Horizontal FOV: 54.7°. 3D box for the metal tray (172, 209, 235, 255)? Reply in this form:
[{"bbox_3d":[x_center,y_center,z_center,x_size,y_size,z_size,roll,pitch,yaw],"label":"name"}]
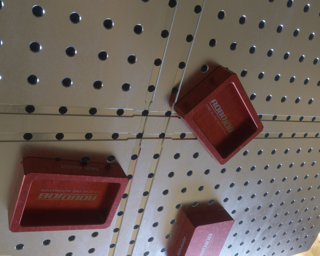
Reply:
[{"bbox_3d":[0.079,0.218,0.589,0.091,0.030,0.129,1,118,-29],"label":"metal tray"}]

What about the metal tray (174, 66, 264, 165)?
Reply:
[{"bbox_3d":[0.090,-0.013,0.450,0.090,0.030,0.130,-42,130,0],"label":"metal tray"}]

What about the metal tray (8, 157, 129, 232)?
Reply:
[{"bbox_3d":[-0.116,0.088,0.400,0.131,0.030,0.089,10,113,-33],"label":"metal tray"}]
